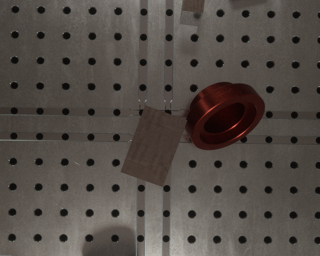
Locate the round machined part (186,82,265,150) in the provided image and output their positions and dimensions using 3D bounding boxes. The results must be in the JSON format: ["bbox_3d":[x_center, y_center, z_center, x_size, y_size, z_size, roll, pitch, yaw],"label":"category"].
[{"bbox_3d":[0.076,-0.019,0.388,0.098,0.098,0.042,-25,54,0],"label":"round machined part"}]

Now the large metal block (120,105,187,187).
[{"bbox_3d":[-0.007,0.020,0.386,0.050,0.080,0.080,20,90,0],"label":"large metal block"}]

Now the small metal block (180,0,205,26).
[{"bbox_3d":[0.043,-0.166,0.401,0.025,0.050,0.050,7,90,0],"label":"small metal block"}]
